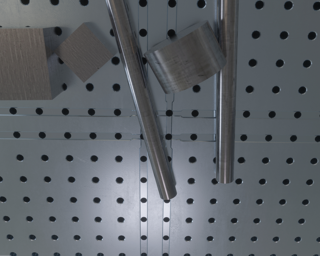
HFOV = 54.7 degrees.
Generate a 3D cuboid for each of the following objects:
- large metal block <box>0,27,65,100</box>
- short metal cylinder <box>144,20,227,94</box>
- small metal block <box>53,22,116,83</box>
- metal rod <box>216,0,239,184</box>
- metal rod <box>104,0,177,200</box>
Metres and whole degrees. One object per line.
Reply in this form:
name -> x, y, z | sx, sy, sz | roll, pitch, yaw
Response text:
large metal block -> -0.166, -0.078, 0.370 | 0.081, 0.050, 0.079 | -1, 110, 0
short metal cylinder -> 0.029, -0.081, 0.355 | 0.080, 0.080, 0.050 | -26, 108, 9
small metal block -> -0.091, -0.092, 0.378 | 0.050, 0.025, 0.050 | -39, 106, 13
metal rod -> 0.084, -0.067, 0.389 | 0.025, 0.025, 0.298 | -3, 110, 1
metal rod -> -0.023, -0.039, 0.398 | 0.025, 0.025, 0.298 | -13, 110, 4
